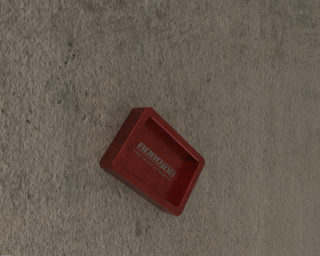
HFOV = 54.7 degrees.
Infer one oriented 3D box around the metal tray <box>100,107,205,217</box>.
[{"bbox_3d":[-0.003,0.045,0.402,0.130,0.030,0.090,43,64,-32],"label":"metal tray"}]
